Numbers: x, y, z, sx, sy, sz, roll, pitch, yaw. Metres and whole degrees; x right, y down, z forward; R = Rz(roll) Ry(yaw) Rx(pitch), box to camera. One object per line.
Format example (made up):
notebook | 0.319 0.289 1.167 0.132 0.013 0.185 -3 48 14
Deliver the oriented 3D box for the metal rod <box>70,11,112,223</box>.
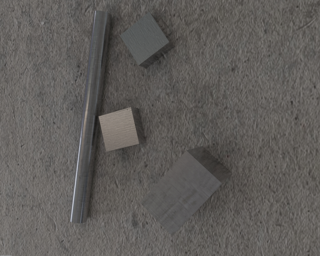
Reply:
metal rod | -0.100 -0.014 0.444 0.025 0.025 0.298 8 93 20

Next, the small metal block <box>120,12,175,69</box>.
small metal block | -0.017 -0.116 0.415 0.050 0.025 0.050 -34 79 16

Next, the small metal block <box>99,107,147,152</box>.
small metal block | -0.052 0.002 0.427 0.050 0.025 0.050 -14 85 19

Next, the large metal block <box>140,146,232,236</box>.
large metal block | 0.034 0.070 0.368 0.050 0.080 0.080 43 103 15
